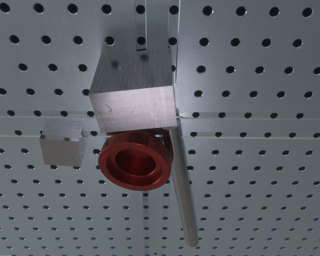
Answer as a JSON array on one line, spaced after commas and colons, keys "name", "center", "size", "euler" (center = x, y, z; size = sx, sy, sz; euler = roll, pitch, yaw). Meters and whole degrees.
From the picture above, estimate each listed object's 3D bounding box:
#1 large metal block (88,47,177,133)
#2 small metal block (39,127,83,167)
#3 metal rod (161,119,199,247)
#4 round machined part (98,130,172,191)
[{"name": "large metal block", "center": [-0.025, -0.043, 0.339], "size": [0.080, 0.080, 0.050], "euler": [-5, 130, 4]}, {"name": "small metal block", "center": [-0.136, 0.027, 0.433], "size": [0.050, 0.025, 0.050], "euler": [4, 130, -4]}, {"name": "metal rod", "center": [0.038, 0.106, 0.502], "size": [0.025, 0.025, 0.298], "euler": [-7, 130, 6]}, {"name": "round machined part", "center": [-0.032, 0.041, 0.429], "size": [0.099, 0.042, 0.097], "euler": [5, 132, 6]}]
